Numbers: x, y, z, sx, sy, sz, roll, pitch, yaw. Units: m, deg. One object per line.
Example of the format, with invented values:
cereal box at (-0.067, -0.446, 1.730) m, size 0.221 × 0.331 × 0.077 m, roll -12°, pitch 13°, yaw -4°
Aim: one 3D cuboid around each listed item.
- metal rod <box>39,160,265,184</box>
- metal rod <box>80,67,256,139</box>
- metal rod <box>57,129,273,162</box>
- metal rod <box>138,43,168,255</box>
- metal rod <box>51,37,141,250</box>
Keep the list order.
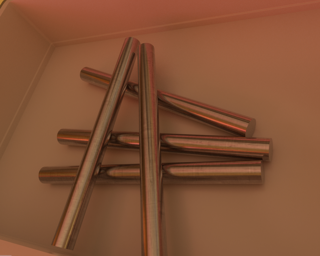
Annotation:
metal rod at (-0.030, 0.057, 0.383) m, size 0.301 × 0.025 × 0.025 m, roll -5°, pitch 60°, yaw 25°
metal rod at (-0.011, -0.045, 0.435) m, size 0.300 × 0.025 × 0.025 m, roll 22°, pitch 74°, yaw 35°
metal rod at (-0.015, 0.018, 0.399) m, size 0.300 × 0.025 × 0.025 m, roll 2°, pitch 63°, yaw 28°
metal rod at (-0.012, 0.011, 0.370) m, size 0.025 × 0.025 × 0.299 m, roll -16°, pitch 55°, yaw 19°
metal rod at (-0.075, 0.002, 0.408) m, size 0.025 × 0.025 × 0.300 m, roll 0°, pitch 62°, yaw 28°
